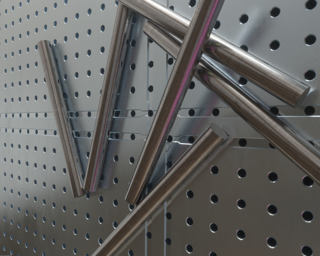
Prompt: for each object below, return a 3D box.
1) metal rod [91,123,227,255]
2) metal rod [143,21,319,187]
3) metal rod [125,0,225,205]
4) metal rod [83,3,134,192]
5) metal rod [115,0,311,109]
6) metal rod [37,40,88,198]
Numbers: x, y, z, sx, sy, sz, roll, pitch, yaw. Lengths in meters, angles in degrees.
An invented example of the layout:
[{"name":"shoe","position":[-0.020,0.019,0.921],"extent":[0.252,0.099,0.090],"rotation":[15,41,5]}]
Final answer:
[{"name":"metal rod","position":[-0.016,0.106,0.423],"extent":[0.299,0.025,0.025],"rotation":[-51,60,28]},{"name":"metal rod","position":[0.076,-0.041,0.347],"extent":[0.300,0.025,0.025],"rotation":[47,118,29]},{"name":"metal rod","position":[0.010,-0.021,0.373],"extent":[0.025,0.025,0.298],"rotation":[41,124,32]},{"name":"metal rod","position":[-0.079,-0.045,0.475],"extent":[0.025,0.025,0.298],"rotation":[22,104,38]},{"name":"metal rod","position":[0.034,-0.114,0.366],"extent":[0.300,0.025,0.025],"rotation":[40,114,27]},{"name":"metal rod","position":[-0.178,-0.024,0.557],"extent":[0.025,0.025,0.299],"rotation":[-29,72,36]}]
